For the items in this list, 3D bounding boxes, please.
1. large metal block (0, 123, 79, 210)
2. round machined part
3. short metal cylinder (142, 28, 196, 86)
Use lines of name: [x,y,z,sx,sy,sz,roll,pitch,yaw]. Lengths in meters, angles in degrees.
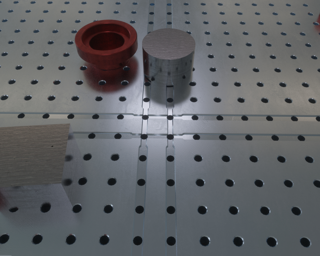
large metal block: [-0.142,0.043,0.354,0.081,0.050,0.080,-3,50,-3]
round machined part: [-0.085,-0.133,0.507,0.099,0.042,0.098,0,50,0]
short metal cylinder: [0.013,-0.112,0.486,0.081,0.050,0.080,0,50,0]
